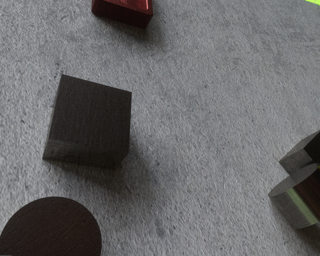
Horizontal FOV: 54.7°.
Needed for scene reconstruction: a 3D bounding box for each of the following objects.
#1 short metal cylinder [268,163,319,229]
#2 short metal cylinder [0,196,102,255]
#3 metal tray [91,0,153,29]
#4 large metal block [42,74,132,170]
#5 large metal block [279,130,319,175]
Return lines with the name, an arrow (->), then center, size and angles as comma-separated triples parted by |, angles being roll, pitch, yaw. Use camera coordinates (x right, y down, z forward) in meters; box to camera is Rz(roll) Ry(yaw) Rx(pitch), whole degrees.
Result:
short metal cylinder -> 0.196, 0.091, 0.418 | 0.081, 0.080, 0.050 | -27, 77, -37
short metal cylinder -> -0.097, 0.106, 0.271 | 0.081, 0.050, 0.080 | 14, 56, -21
metal tray -> -0.062, -0.229, 0.506 | 0.091, 0.030, 0.130 | 9, 58, -24
large metal block -> -0.080, -0.005, 0.348 | 0.081, 0.050, 0.080 | 13, 56, -21
large metal block -> 0.249, 0.057, 0.486 | 0.081, 0.050, 0.080 | -29, 78, -37
